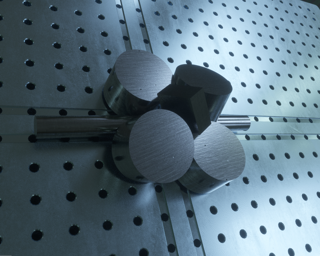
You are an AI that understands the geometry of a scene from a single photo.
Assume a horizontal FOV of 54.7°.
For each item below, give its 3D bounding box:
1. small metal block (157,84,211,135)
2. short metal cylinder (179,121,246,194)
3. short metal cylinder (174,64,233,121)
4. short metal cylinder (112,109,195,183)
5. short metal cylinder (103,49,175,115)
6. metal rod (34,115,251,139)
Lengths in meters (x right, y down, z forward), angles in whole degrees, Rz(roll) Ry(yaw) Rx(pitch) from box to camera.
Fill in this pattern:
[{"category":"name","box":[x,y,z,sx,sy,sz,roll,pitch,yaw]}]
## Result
[{"category":"small metal block","box":[0.029,-0.023,0.372,0.025,0.050,0.050,-41,128,-33]},{"category":"short metal cylinder","box":[0.061,0.038,0.397,0.081,0.050,0.080,14,56,-21]},{"category":"short metal cylinder","box":[0.052,-0.047,0.427,0.081,0.050,0.080,14,34,-9]},{"category":"short metal cylinder","box":[-0.008,0.022,0.354,0.081,0.050,0.080,5,80,-28]},{"category":"short metal cylinder","box":[-0.028,-0.055,0.406,0.081,0.050,0.080,14,56,-21]},{"category":"metal rod","box":[-0.001,-0.004,0.405,0.303,0.025,0.025,-2,63,-29]}]
